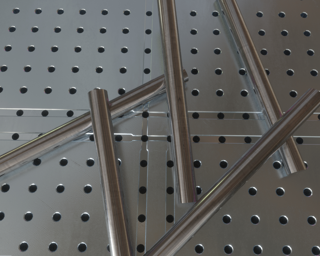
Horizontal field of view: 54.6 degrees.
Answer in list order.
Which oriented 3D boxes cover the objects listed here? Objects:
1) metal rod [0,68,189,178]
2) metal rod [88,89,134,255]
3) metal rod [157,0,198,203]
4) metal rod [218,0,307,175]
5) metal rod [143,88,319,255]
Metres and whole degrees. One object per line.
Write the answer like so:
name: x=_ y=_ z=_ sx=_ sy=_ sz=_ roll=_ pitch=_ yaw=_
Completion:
metal rod: x=-0.097 y=-0.007 z=0.413 sx=0.301 sy=0.025 sz=0.025 roll=-28 pitch=73 yaw=-10
metal rod: x=-0.052 y=0.097 z=0.361 sx=0.025 sy=0.025 sz=0.299 roll=-10 pitch=76 yaw=-4
metal rod: x=0.020 y=-0.055 z=0.407 sx=0.025 sy=0.025 sz=0.299 roll=-5 pitch=79 yaw=-2
metal rod: x=0.137 y=-0.080 z=0.441 sx=0.025 sy=0.025 sz=0.299 roll=-13 pitch=71 yaw=-5
metal rod: x=0.090 y=0.061 z=0.373 sx=0.300 sy=0.025 sz=0.025 roll=-43 pitch=76 yaw=-8
